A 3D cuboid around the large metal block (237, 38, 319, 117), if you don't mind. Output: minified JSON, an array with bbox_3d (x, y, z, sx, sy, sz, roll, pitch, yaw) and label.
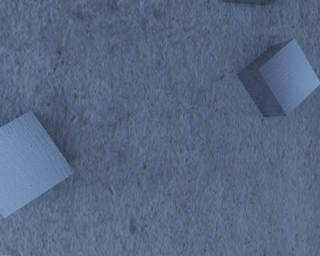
[{"bbox_3d":[0.177,-0.073,0.463,0.080,0.050,0.080,-40,103,-16],"label":"large metal block"}]

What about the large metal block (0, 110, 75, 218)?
[{"bbox_3d":[-0.153,0.036,0.339,0.080,0.050,0.080,-34,101,-17],"label":"large metal block"}]

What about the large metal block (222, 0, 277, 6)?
[{"bbox_3d":[0.136,-0.229,0.447,0.081,0.050,0.079,-4,92,-20],"label":"large metal block"}]
